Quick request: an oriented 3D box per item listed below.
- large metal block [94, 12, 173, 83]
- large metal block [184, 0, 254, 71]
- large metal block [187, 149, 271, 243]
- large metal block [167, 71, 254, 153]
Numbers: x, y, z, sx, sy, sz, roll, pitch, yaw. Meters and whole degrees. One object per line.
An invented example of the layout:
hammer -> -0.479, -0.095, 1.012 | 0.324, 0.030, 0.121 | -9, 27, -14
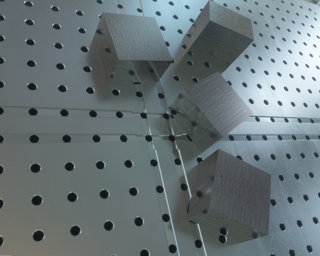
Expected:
large metal block -> -0.040, -0.112, 0.438 | 0.081, 0.050, 0.080 | -7, 65, -31
large metal block -> 0.095, -0.150, 0.515 | 0.080, 0.080, 0.050 | 17, 55, -19
large metal block -> 0.088, 0.085, 0.387 | 0.080, 0.050, 0.080 | 27, 52, -12
large metal block -> 0.072, -0.024, 0.445 | 0.081, 0.050, 0.080 | -31, 79, -38
